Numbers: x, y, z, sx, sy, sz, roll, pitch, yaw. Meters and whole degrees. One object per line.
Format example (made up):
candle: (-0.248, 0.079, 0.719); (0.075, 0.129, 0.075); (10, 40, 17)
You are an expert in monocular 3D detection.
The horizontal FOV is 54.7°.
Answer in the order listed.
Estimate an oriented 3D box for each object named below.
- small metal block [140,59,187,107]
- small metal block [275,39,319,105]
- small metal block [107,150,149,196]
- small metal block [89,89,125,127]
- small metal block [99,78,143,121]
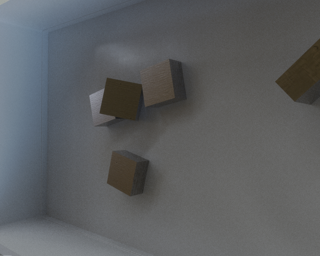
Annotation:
small metal block: (0.004, -0.057, 0.404); (0.050, 0.025, 0.050); (-13, 82, 39)
small metal block: (0.139, -0.048, 0.276); (0.050, 0.050, 0.025); (-49, 61, 29)
small metal block: (-0.047, 0.064, 0.446); (0.050, 0.025, 0.050); (19, 102, 38)
small metal block: (-0.079, -0.032, 0.472); (0.050, 0.025, 0.050); (-17, 79, 39)
small metal block: (-0.051, -0.039, 0.430); (0.050, 0.025, 0.050); (12, 90, 7)
